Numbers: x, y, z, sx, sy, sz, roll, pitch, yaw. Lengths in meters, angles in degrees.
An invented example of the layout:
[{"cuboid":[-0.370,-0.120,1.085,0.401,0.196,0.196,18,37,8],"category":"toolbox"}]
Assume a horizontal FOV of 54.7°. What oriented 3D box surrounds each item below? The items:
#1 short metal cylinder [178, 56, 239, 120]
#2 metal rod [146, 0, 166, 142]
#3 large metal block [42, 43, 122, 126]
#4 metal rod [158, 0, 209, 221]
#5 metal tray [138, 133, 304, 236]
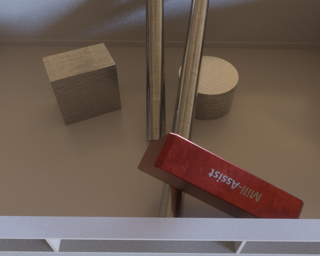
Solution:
[{"cuboid":[0.066,-0.057,0.438,0.081,0.050,0.080,0,50,0],"category":"short metal cylinder"},{"cuboid":[-0.007,-0.130,0.421,0.025,0.025,0.298,-1,80,-1],"category":"metal rod"},{"cuboid":[-0.102,-0.058,0.417,0.081,0.080,0.050,-19,53,-16],"category":"large metal block"},{"cuboid":[0.034,-0.041,0.382,0.025,0.025,0.299,7,68,6],"category":"metal rod"},{"cuboid":[0.050,0.052,0.288,0.131,0.090,0.030,28,76,-8],"category":"metal tray"}]
